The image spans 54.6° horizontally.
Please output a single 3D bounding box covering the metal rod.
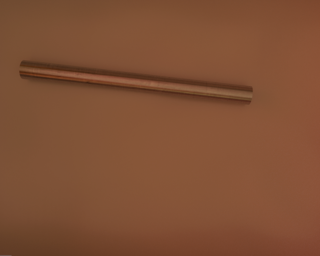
[{"bbox_3d":[-0.030,-0.060,0.411,0.302,0.025,0.025,6,90,0],"label":"metal rod"}]
